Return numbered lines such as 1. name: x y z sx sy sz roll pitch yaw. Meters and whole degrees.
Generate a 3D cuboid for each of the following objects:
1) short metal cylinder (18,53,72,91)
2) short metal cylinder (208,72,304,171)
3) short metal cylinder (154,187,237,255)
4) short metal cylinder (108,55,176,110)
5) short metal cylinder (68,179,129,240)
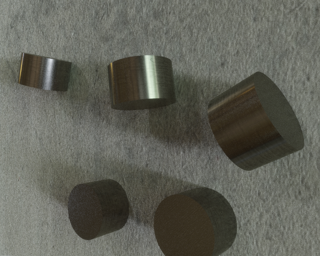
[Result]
1. short metal cylinder: -0.195 -0.095 0.527 0.080 0.081 0.050 20 102 38
2. short metal cylinder: 0.091 -0.006 0.293 0.050 0.081 0.080 -33 70 35
3. short metal cylinder: 0.040 0.112 0.354 0.080 0.050 0.079 0 90 39
4. short metal cylinder: -0.023 -0.053 0.386 0.080 0.081 0.050 -10 84 39
5. short metal cylinder: -0.092 0.120 0.462 0.080 0.050 0.079 0 90 39
